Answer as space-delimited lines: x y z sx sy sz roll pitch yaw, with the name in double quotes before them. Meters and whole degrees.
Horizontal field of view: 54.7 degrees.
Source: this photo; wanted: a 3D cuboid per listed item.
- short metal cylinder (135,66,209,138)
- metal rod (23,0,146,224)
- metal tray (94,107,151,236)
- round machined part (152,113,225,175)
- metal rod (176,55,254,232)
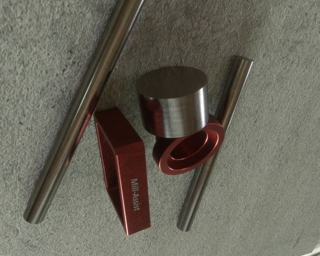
"short metal cylinder" 0.015 -0.032 0.360 0.081 0.080 0.050 -20 126 -17
"metal rod" -0.090 -0.014 0.348 0.025 0.025 0.298 17 109 -35
"metal tray" -0.045 0.052 0.371 0.030 0.090 0.129 -16 125 -20
"round machined part" 0.034 0.015 0.413 0.099 0.042 0.097 -22 144 -17
"metal rod" 0.076 0.038 0.472 0.025 0.025 0.298 1 118 -29
